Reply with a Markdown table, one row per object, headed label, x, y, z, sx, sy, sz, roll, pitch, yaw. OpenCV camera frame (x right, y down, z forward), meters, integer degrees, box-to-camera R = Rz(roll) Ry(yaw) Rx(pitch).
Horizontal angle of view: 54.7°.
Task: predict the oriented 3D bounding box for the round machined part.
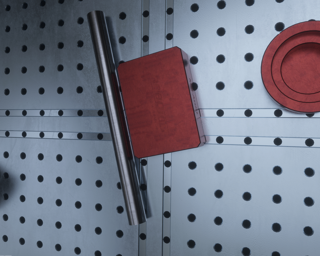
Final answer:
| label | x | y | z | sx | sy | sz | roll | pitch | yaw |
| --- | --- | --- | --- | --- | --- | --- | --- | --- | --- |
| round machined part | 0.165 | -0.065 | 0.346 | 0.098 | 0.042 | 0.097 | 0 | 90 | 19 |

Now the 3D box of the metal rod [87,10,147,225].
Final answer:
| label | x | y | z | sx | sy | sz | roll | pitch | yaw |
| --- | --- | --- | --- | --- | --- | --- | --- | --- | --- |
| metal rod | -0.061 | -0.017 | 0.432 | 0.025 | 0.025 | 0.298 | -13 | 86 | 19 |

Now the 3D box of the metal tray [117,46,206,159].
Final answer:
| label | x | y | z | sx | sy | sz | roll | pitch | yaw |
| --- | --- | --- | --- | --- | --- | --- | --- | --- | --- |
| metal tray | 0.001 | -0.031 | 0.409 | 0.090 | 0.030 | 0.129 | -13 | 86 | 19 |
